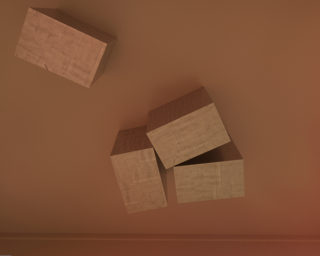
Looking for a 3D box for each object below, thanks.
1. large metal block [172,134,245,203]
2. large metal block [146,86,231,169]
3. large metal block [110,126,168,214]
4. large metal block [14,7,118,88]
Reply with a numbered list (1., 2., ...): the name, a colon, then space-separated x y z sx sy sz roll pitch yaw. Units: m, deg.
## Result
1. large metal block: 0.058 0.049 0.401 0.080 0.080 0.050 -6 110 2
2. large metal block: 0.032 -0.004 0.381 0.080 0.080 0.050 -25 108 9
3. large metal block: -0.024 0.049 0.400 0.050 0.080 0.080 -12 110 4
4. large metal block: -0.099 -0.092 0.347 0.080 0.080 0.050 24 108 -9
